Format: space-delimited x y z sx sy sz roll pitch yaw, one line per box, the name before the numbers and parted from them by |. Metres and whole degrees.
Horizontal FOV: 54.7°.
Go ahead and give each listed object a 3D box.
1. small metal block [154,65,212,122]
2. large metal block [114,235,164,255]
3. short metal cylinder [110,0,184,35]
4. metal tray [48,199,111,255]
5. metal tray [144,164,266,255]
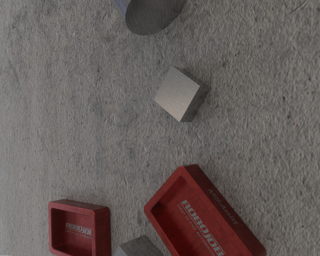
small metal block | 0.027 -0.042 0.383 0.050 0.025 0.050 42 115 31
large metal block | -0.026 0.206 0.411 0.080 0.050 0.079 37 113 33
short metal cylinder | -0.017 -0.163 0.383 0.080 0.081 0.050 -45 63 31
metal tray | -0.136 0.171 0.514 0.130 0.030 0.089 -3 88 40
metal tray | 0.046 0.118 0.364 0.130 0.030 0.090 52 120 27
